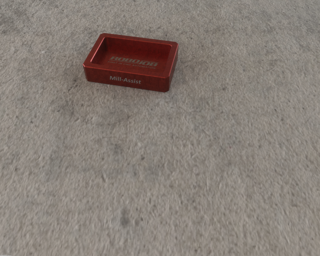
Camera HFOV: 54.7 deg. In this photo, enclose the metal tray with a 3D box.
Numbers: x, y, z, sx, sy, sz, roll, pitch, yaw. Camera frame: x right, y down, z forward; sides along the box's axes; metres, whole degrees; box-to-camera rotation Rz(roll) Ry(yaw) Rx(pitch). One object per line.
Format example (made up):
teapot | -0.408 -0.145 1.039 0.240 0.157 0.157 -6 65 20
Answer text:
metal tray | -0.043 -0.105 0.487 0.131 0.030 0.090 9 51 7
